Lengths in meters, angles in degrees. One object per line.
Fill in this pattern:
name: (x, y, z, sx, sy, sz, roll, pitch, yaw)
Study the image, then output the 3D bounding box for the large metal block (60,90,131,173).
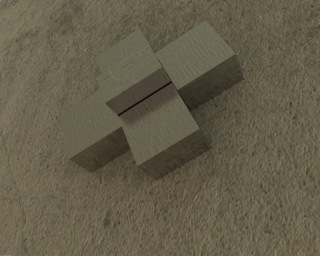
large metal block: (-0.084, 0.002, 0.430, 0.080, 0.050, 0.080, -32, 52, 7)

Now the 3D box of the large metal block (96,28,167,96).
large metal block: (-0.040, -0.088, 0.462, 0.080, 0.050, 0.080, -32, 52, 7)

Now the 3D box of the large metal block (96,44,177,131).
large metal block: (-0.024, -0.049, 0.411, 0.080, 0.080, 0.050, -32, 52, 7)

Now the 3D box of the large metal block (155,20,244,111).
large metal block: (0.051, -0.083, 0.411, 0.080, 0.050, 0.080, -32, 52, 7)

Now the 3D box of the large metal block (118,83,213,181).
large metal block: (0.005, 0.005, 0.381, 0.080, 0.050, 0.080, -32, 52, 7)
